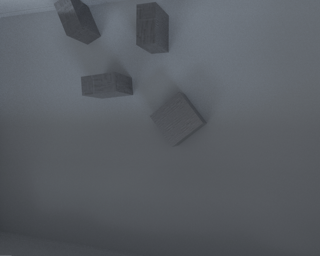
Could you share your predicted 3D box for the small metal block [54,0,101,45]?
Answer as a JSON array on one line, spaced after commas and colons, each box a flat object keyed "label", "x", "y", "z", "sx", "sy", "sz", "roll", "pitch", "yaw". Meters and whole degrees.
[{"label": "small metal block", "x": -0.116, "y": -0.152, "z": 0.438, "sx": 0.025, "sy": 0.050, "sz": 0.050, "roll": -26, "pitch": 82, "yaw": 18}]

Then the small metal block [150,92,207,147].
[{"label": "small metal block", "x": 0.024, "y": -0.011, "z": 0.402, "sx": 0.050, "sy": 0.025, "sz": 0.050, "roll": -39, "pitch": 78, "yaw": 16}]

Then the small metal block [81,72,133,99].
[{"label": "small metal block", "x": -0.071, "y": -0.057, "z": 0.422, "sx": 0.050, "sy": 0.050, "sz": 0.025, "roll": -4, "pitch": 89, "yaw": 20}]

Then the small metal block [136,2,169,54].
[{"label": "small metal block", "x": -0.009, "y": -0.127, "z": 0.400, "sx": 0.025, "sy": 0.050, "sz": 0.050, "roll": 1, "pitch": 90, "yaw": 20}]
